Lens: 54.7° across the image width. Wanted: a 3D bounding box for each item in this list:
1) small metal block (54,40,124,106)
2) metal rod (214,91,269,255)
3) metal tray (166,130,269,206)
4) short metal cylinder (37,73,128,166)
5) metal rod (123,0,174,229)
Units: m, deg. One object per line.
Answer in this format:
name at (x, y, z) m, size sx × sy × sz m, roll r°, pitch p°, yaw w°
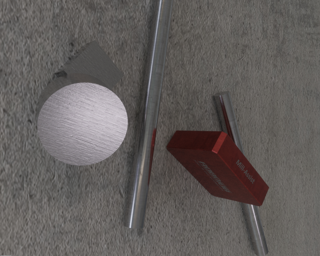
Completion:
small metal block at (-0.076, -0.059, 0.340) m, size 0.050 × 0.025 × 0.050 m, roll 51°, pitch 60°, yaw -28°
metal rod at (0.140, 0.084, 0.521) m, size 0.025 × 0.025 × 0.298 m, roll -28°, pitch 108°, yaw -37°
metal tray at (0.080, 0.056, 0.429) m, size 0.130 × 0.090 × 0.030 m, roll 47°, pitch 62°, yaw -30°
short metal cylinder at (-0.077, -0.010, 0.304) m, size 0.081 × 0.050 × 0.079 m, roll -8°, pitch 111°, yaw -20°
metal rod at (-0.013, -0.028, 0.393) m, size 0.025 × 0.025 × 0.298 m, roll 12°, pitch 82°, yaw -39°
